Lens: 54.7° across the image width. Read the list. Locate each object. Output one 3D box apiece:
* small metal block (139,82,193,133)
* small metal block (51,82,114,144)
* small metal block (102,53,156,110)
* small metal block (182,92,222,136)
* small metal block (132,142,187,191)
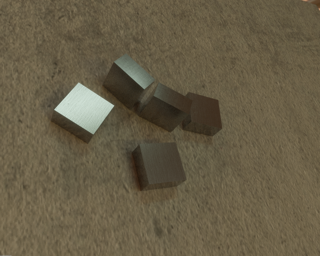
[{"bbox_3d":[0.007,-0.026,0.409,0.050,0.050,0.025,27,52,-12],"label":"small metal block"},{"bbox_3d":[-0.091,-0.018,0.367,0.050,0.025,0.050,33,51,-7],"label":"small metal block"},{"bbox_3d":[-0.041,-0.059,0.403,0.050,0.050,0.025,42,51,0],"label":"small metal block"},{"bbox_3d":[0.059,-0.020,0.450,0.050,0.025,0.050,12,57,-22],"label":"small metal block"},{"bbox_3d":[-0.001,0.046,0.376,0.050,0.025,0.050,-1,62,-29],"label":"small metal block"}]
